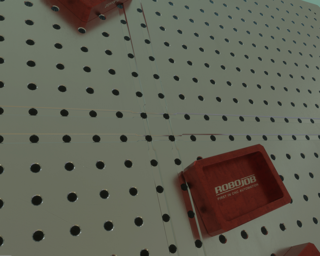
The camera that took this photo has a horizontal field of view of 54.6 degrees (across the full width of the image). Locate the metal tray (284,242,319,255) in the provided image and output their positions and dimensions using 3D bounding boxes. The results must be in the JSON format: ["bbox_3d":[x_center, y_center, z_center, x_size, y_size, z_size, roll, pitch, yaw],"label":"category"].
[{"bbox_3d":[0.191,0.220,0.373,0.091,0.030,0.130,-23,74,-36],"label":"metal tray"}]

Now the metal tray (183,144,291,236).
[{"bbox_3d":[0.104,0.077,0.413,0.131,0.030,0.090,-10,67,-32],"label":"metal tray"}]

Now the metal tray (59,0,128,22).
[{"bbox_3d":[-0.105,-0.229,0.488,0.090,0.030,0.131,42,51,0],"label":"metal tray"}]
